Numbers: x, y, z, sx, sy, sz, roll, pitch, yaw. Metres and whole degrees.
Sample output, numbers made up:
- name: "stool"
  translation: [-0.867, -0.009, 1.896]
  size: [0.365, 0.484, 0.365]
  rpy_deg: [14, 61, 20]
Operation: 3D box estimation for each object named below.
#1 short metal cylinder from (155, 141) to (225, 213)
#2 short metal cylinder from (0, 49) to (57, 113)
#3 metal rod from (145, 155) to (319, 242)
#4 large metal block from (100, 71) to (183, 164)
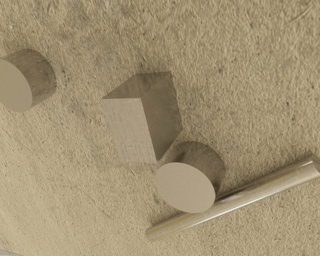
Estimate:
- name: "short metal cylinder"
  translation: [0.040, 0.064, 0.408]
  size: [0.080, 0.050, 0.079]
  rpy_deg: [13, 124, 20]
- name: "short metal cylinder"
  translation: [-0.200, -0.069, 0.451]
  size: [0.080, 0.050, 0.079]
  rpy_deg: [13, 124, 20]
- name: "metal rod"
  translation: [0.080, 0.111, 0.432]
  size: [0.025, 0.025, 0.299]
  rpy_deg: [48, 128, -6]
- name: "large metal block"
  translation: [-0.017, -0.015, 0.370]
  size: [0.050, 0.080, 0.079]
  rpy_deg: [1, 119, 27]
